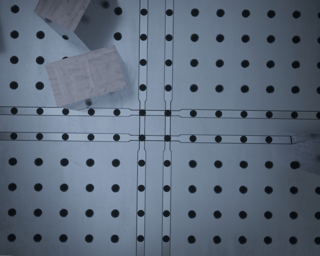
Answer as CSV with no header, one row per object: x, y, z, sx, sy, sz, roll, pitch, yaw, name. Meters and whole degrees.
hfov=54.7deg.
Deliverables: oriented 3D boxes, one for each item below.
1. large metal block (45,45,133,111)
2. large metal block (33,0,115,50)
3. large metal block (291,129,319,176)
-0.083,-0.058,0.385,0.080,0.080,0.050,-16,90,0,large metal block
-0.100,-0.154,0.384,0.050,0.080,0.080,28,90,-1,large metal block
0.225,0.026,0.389,0.081,0.080,0.050,-7,90,0,large metal block
